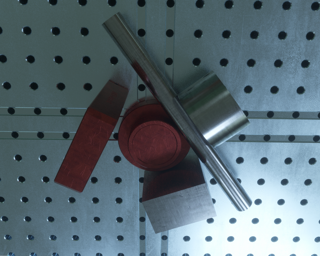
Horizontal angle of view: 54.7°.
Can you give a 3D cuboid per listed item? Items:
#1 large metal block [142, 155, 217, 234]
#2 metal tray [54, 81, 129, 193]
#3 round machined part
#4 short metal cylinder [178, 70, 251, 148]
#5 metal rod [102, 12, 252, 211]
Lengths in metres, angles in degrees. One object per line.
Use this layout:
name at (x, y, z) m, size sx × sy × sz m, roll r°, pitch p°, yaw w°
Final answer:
large metal block at (0.024, 0.086, 0.416) m, size 0.080 × 0.080 × 0.050 m, roll -18°, pitch 109°, yaw 6°
metal tray at (-0.074, 0.003, 0.358) m, size 0.030 × 0.130 × 0.089 m, roll 26°, pitch 108°, yaw -9°
round machined part at (-0.007, 0.015, 0.409) m, size 0.099 × 0.042 × 0.097 m, roll 0°, pitch 110°, yaw -1°
short metal cylinder at (0.065, -0.023, 0.375) m, size 0.050 × 0.080 × 0.080 m, roll -35°, pitch 107°, yaw 12°
metal rod at (0.031, -0.008, 0.388) m, size 0.025 × 0.025 × 0.299 m, roll -34°, pitch 107°, yaw 11°
